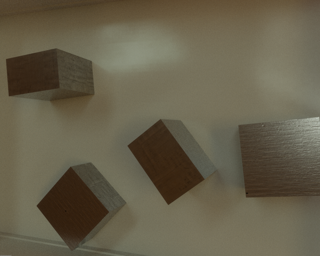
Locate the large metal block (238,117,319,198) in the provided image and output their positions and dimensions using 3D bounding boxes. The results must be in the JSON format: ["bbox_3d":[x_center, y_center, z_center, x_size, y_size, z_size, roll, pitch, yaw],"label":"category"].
[{"bbox_3d":[0.136,0.032,0.349,0.080,0.050,0.080,-6,88,19],"label":"large metal block"}]

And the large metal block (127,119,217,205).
[{"bbox_3d":[0.018,0.037,0.374,0.050,0.080,0.080,-39,78,16],"label":"large metal block"}]

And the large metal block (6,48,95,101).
[{"bbox_3d":[-0.150,-0.070,0.433,0.080,0.080,0.050,-6,88,19],"label":"large metal block"}]

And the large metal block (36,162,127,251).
[{"bbox_3d":[-0.109,0.107,0.434,0.080,0.050,0.080,46,104,14],"label":"large metal block"}]
